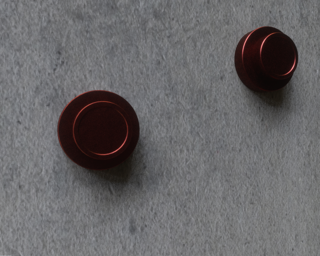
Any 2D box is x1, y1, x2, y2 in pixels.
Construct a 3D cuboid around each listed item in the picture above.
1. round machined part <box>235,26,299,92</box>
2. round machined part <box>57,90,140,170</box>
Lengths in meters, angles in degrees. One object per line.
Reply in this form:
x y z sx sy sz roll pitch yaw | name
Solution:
0.165 -0.104 0.463 0.099 0.042 0.097 0 90 -21 | round machined part
-0.072 0.003 0.374 0.099 0.042 0.097 0 90 -21 | round machined part
